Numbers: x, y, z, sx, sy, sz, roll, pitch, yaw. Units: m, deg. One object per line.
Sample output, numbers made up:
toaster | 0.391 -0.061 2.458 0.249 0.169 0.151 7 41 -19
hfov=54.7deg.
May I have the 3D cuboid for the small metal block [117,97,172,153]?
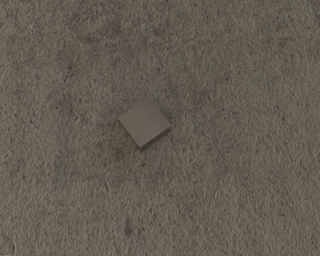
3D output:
small metal block | -0.020 -0.004 0.411 0.050 0.025 0.050 -35 74 -12
